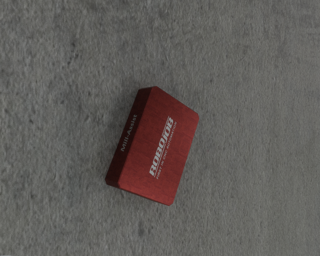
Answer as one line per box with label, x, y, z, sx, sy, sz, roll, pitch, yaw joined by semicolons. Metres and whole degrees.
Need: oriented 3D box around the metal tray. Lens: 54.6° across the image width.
metal tray;-0.005;0.024;0.396;0.090;0.030;0.130;30;71;-36
